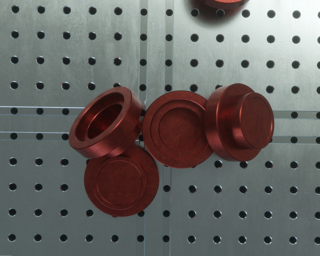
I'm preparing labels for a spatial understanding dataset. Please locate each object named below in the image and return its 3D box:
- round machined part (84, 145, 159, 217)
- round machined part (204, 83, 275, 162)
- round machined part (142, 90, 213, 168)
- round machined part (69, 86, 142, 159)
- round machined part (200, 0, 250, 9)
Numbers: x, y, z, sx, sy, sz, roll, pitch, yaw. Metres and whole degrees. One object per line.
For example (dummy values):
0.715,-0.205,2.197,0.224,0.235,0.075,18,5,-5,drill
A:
-0.050,0.068,0.404,0.099,0.042,0.097,0,90,-1,round machined part
0.104,-0.007,0.381,0.099,0.042,0.097,4,83,-38,round machined part
0.027,0.002,0.405,0.099,0.042,0.097,0,90,-1,round machined part
-0.062,-0.002,0.385,0.098,0.098,0.042,-42,125,0,round machined part
0.085,-0.204,0.406,0.099,0.042,0.097,0,90,-1,round machined part
